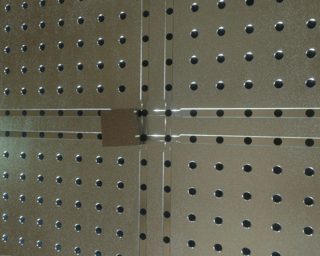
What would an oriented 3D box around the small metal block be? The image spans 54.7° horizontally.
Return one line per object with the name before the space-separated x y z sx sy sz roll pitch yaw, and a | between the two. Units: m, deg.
small metal block | -0.053 0.000 0.430 0.050 0.025 0.050 -4 89 19
